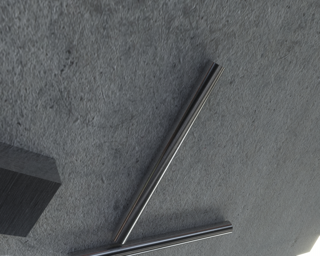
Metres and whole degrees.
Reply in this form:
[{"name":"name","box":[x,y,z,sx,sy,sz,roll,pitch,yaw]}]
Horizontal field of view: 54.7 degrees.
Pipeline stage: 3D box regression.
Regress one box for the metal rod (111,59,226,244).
[{"name":"metal rod","box":[0.005,0.044,0.438,0.025,0.025,0.298,17,109,-35]}]

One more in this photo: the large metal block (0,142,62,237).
[{"name":"large metal block","box":[-0.169,0.067,0.340,0.080,0.050,0.080,27,104,-38]}]

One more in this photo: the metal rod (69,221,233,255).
[{"name":"metal rod","box":[0.000,0.194,0.529,0.303,0.025,0.025,-1,119,-29]}]
